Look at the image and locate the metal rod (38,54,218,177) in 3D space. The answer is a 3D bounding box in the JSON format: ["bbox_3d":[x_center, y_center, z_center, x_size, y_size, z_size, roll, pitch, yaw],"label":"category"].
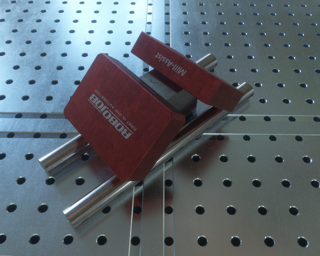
[{"bbox_3d":[-0.027,-0.031,0.433,0.302,0.025,0.025,-35,59,-26],"label":"metal rod"}]

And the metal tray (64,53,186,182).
[{"bbox_3d":[-0.045,-0.014,0.349,0.130,0.030,0.090,43,105,29],"label":"metal tray"}]

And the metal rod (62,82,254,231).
[{"bbox_3d":[0.016,0.021,0.391,0.302,0.025,0.025,-34,58,-26],"label":"metal rod"}]

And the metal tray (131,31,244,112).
[{"bbox_3d":[0.035,-0.071,0.397,0.130,0.030,0.090,39,16,27],"label":"metal tray"}]

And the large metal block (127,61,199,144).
[{"bbox_3d":[0.001,-0.028,0.394,0.080,0.080,0.050,-35,59,-26],"label":"large metal block"}]
